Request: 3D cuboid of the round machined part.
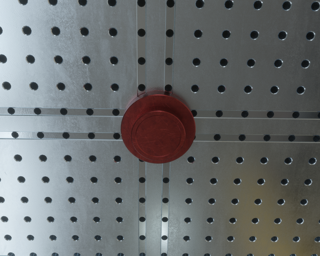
[{"bbox_3d":[-0.002,0.004,0.405,0.099,0.042,0.097,0,110,-1],"label":"round machined part"}]
